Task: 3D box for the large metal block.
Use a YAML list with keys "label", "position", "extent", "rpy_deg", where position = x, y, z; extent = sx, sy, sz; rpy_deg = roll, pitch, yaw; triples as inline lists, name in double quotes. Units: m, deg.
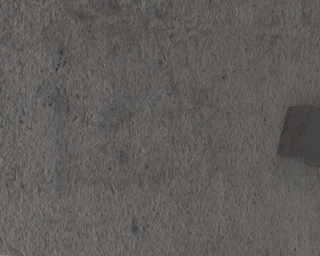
- label: "large metal block"
  position: [0.240, 0.016, 0.484]
  extent: [0.081, 0.050, 0.080]
  rpy_deg: [18, 84, -19]
